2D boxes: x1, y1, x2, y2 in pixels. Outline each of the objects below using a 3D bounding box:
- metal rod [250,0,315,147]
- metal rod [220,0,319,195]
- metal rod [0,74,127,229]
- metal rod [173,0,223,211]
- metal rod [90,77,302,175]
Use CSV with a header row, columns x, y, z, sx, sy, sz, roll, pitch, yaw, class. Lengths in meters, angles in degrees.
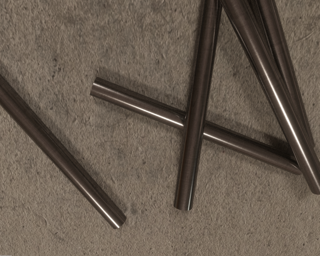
x,y,z,sx,sy,sz,roll,pitch,yaw,class
0.139,-0.103,0.373,0.025,0.025,0.299,-22,109,7,metal rod
0.141,-0.038,0.370,0.025,0.025,0.299,-29,109,10,metal rod
-0.146,0.025,0.417,0.025,0.025,0.299,-33,107,11,metal rod
0.047,-0.043,0.373,0.025,0.025,0.298,6,102,-3,metal rod
0.056,0.001,0.410,0.302,0.025,0.025,21,109,-8,metal rod
